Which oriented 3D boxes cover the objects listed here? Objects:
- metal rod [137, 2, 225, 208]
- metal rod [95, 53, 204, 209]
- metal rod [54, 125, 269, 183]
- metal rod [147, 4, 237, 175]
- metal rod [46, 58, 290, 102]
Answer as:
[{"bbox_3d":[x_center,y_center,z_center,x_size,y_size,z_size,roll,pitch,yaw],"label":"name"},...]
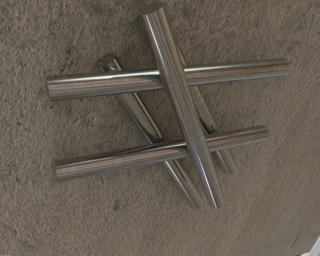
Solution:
[{"bbox_3d":[0.038,0.001,0.367,0.025,0.025,0.299,-31,129,-9],"label":"metal rod"},{"bbox_3d":[0.002,0.026,0.426,0.025,0.025,0.299,-35,129,-5],"label":"metal rod"},{"bbox_3d":[0.020,0.028,0.406,0.303,0.025,0.025,-9,122,-24],"label":"metal rod"},{"bbox_3d":[0.052,-0.029,0.420,0.025,0.025,0.299,-37,130,-4],"label":"metal rod"},{"bbox_3d":[0.029,-0.060,0.357,0.303,0.025,0.025,-9,123,-24],"label":"metal rod"}]
